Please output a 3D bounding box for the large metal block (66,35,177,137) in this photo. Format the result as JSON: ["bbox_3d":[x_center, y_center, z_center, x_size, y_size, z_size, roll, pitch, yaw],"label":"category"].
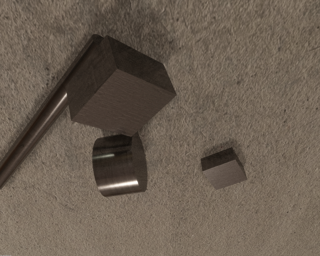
[{"bbox_3d":[-0.043,-0.041,0.339,0.080,0.050,0.080,18,131,-43],"label":"large metal block"}]

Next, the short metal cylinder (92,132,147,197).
[{"bbox_3d":[-0.051,0.048,0.412,0.050,0.080,0.080,-10,130,8],"label":"short metal cylinder"}]

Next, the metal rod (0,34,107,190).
[{"bbox_3d":[-0.157,-0.003,0.402,0.025,0.025,0.299,32,123,-25],"label":"metal rod"}]

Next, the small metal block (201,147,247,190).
[{"bbox_3d":[0.095,0.061,0.461,0.050,0.025,0.050,-23,127,18],"label":"small metal block"}]
